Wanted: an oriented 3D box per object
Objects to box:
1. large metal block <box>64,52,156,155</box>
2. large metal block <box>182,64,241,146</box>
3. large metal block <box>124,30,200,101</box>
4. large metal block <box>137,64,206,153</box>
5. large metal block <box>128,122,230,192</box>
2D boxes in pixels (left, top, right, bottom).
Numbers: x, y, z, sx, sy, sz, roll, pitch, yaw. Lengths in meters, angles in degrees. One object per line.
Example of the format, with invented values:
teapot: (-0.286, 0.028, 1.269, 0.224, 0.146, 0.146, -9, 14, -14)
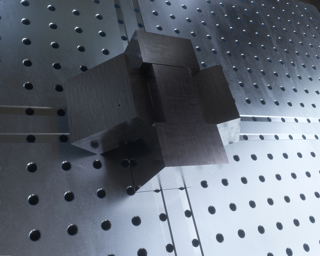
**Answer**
large metal block: (-0.056, -0.025, 0.351, 0.050, 0.080, 0.080, 37, 36, -59)
large metal block: (0.070, -0.025, 0.416, 0.050, 0.080, 0.080, -16, 64, 6)
large metal block: (-0.006, -0.079, 0.418, 0.081, 0.080, 0.050, 1, 62, -28)
large metal block: (0.004, -0.021, 0.388, 0.050, 0.080, 0.080, 1, 61, -28)
large metal block: (0.018, 0.035, 0.361, 0.081, 0.080, 0.050, 1, 62, -28)
